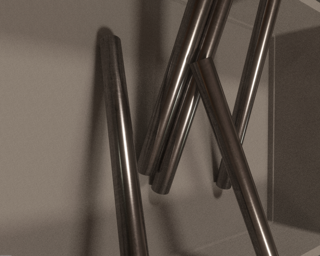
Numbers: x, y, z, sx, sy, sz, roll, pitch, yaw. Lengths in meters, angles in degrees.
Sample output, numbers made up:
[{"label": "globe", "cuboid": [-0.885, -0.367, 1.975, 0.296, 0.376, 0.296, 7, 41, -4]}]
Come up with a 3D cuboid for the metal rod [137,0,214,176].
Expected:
[{"label": "metal rod", "cuboid": [0.024, -0.078, 0.342, 0.025, 0.025, 0.298, -1, 118, -40]}]

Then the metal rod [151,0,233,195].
[{"label": "metal rod", "cuboid": [0.041, -0.054, 0.364, 0.025, 0.025, 0.298, 0, 115, -40]}]

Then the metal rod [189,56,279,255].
[{"label": "metal rod", "cuboid": [0.095, 0.066, 0.353, 0.025, 0.025, 0.298, -27, 101, -37]}]

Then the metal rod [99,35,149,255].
[{"label": "metal rod", "cuboid": [-0.035, 0.036, 0.305, 0.025, 0.025, 0.299, 10, 61, -40]}]

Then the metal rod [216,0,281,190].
[{"label": "metal rod", "cuboid": [0.121, -0.043, 0.436, 0.025, 0.025, 0.298, -14, 123, -39]}]
